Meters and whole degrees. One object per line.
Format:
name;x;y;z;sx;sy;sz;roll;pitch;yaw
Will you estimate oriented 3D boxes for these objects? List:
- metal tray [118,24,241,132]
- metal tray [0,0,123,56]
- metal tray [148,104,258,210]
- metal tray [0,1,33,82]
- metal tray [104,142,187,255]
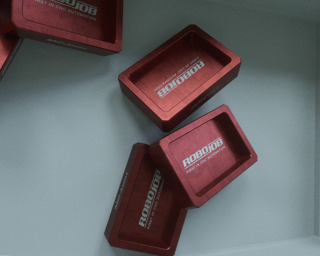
metal tray;0.025;-0.066;0.392;0.131;0.030;0.090;-39;67;-16
metal tray;-0.100;-0.137;0.340;0.131;0.030;0.089;2;90;-47
metal tray;0.060;0.033;0.400;0.131;0.030;0.090;-28;87;-35
metal tray;-0.193;-0.090;0.305;0.091;0.030;0.130;23;55;-20
metal tray;-0.008;0.093;0.404;0.091;0.030;0.129;20;83;-19
